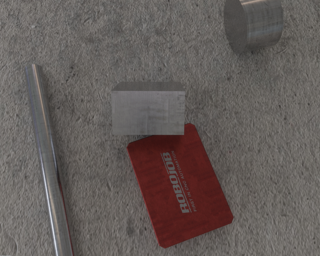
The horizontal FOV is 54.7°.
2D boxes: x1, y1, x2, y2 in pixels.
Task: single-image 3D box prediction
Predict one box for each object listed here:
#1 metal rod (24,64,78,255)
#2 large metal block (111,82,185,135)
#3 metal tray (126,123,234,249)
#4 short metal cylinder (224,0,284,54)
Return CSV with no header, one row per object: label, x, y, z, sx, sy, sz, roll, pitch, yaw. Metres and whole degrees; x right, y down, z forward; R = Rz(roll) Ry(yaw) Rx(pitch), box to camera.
metal rod,-0.136,0.052,0.387,0.025,0.025,0.299,-15,71,-6
large metal block,-0.013,-0.027,0.381,0.081,0.080,0.050,0,106,0
metal tray,0.022,0.068,0.381,0.091,0.030,0.130,-18,71,-7
short metal cylinder,0.129,-0.150,0.435,0.050,0.080,0.080,-14,71,-5
